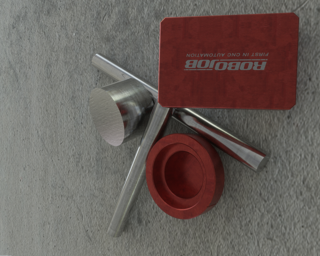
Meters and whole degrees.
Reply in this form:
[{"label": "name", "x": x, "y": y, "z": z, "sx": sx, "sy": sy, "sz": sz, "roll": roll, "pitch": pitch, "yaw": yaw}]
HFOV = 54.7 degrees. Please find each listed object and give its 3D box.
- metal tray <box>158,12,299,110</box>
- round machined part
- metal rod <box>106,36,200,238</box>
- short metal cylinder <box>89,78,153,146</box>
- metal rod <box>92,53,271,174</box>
[{"label": "metal tray", "x": 0.066, "y": -0.064, "z": 0.312, "sx": 0.131, "sy": 0.030, "sz": 0.089, "roll": 2, "pitch": 92, "yaw": 12}, {"label": "round machined part", "x": 0.033, "y": 0.055, "z": 0.368, "sx": 0.098, "sy": 0.042, "sz": 0.097, "roll": 0, "pitch": 90, "yaw": 40}, {"label": "metal rod", "x": -0.017, "y": 0.030, "z": 0.398, "sx": 0.025, "sy": 0.025, "sz": 0.298, "roll": 40, "pitch": 121, "yaw": 32}, {"label": "short metal cylinder", "x": -0.051, "y": -0.022, "z": 0.415, "sx": 0.080, "sy": 0.050, "sz": 0.079, "roll": 29, "pitch": 132, "yaw": 40}, {"label": "metal rod", "x": 0.005, "y": -0.035, "z": 0.403, "sx": 0.300, "sy": 0.025, "sz": 0.025, "roll": 35, "pitch": 112, "yaw": 34}]
